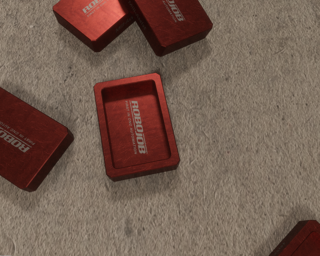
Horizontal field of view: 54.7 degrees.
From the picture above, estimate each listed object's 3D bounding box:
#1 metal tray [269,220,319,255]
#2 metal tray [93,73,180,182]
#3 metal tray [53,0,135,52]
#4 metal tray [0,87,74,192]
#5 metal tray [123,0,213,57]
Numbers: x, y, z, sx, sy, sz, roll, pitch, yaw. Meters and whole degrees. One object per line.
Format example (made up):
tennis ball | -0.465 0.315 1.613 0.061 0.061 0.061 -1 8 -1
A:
metal tray | 0.158 0.179 0.342 0.130 0.030 0.090 -41 75 -14
metal tray | -0.032 -0.003 0.406 0.091 0.030 0.129 -11 70 -5
metal tray | -0.083 -0.188 0.473 0.090 0.030 0.130 40 74 13
metal tray | -0.191 0.011 0.399 0.130 0.030 0.090 30 72 10
metal tray | 0.006 -0.178 0.449 0.091 0.030 0.130 -28 84 -21
